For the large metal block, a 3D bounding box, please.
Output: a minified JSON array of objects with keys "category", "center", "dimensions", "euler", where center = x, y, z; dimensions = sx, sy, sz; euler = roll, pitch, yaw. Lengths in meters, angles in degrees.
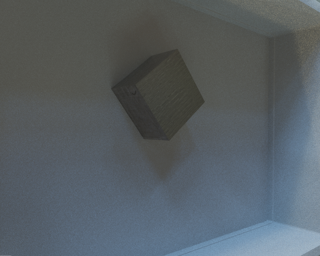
[{"category":"large metal block","center":[0.000,-0.041,0.392],"dimensions":[0.080,0.050,0.080],"euler":[-46,118,-30]}]
